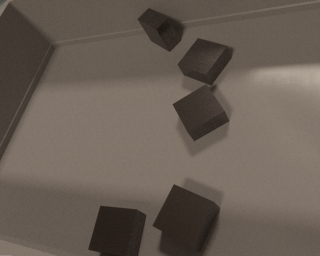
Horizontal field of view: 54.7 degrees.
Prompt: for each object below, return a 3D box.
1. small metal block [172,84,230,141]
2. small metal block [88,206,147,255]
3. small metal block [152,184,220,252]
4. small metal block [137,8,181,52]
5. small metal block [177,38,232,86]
[{"bbox_3d":[0.051,-0.020,0.390,0.050,0.025,0.050,-31,52,8],"label":"small metal block"},{"bbox_3d":[-0.048,0.120,0.356,0.050,0.025,0.050,-2,61,27],"label":"small metal block"},{"bbox_3d":[0.029,0.095,0.331,0.050,0.025,0.050,18,71,34],"label":"small metal block"},{"bbox_3d":[-0.001,-0.152,0.482,0.025,0.050,0.050,-46,51,-4],"label":"small metal block"},{"bbox_3d":[0.062,-0.092,0.429,0.050,0.025,0.050,29,77,37],"label":"small metal block"}]
